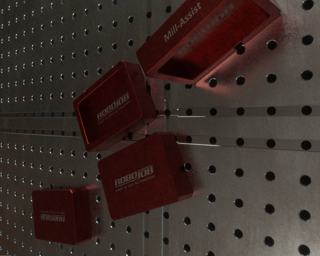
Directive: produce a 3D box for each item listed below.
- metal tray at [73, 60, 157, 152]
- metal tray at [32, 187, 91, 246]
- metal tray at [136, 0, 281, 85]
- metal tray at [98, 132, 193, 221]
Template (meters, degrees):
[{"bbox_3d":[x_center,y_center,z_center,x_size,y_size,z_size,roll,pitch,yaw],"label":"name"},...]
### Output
[{"bbox_3d":[-0.073,-0.028,0.463,0.130,0.030,0.090,-31,71,35],"label":"metal tray"},{"bbox_3d":[-0.178,0.153,0.550,0.130,0.030,0.089,-10,83,39],"label":"metal tray"},{"bbox_3d":[0.049,-0.099,0.325,0.130,0.091,0.030,-37,67,33],"label":"metal tray"},{"bbox_3d":[-0.026,0.068,0.426,0.130,0.030,0.090,-27,73,36],"label":"metal tray"}]
